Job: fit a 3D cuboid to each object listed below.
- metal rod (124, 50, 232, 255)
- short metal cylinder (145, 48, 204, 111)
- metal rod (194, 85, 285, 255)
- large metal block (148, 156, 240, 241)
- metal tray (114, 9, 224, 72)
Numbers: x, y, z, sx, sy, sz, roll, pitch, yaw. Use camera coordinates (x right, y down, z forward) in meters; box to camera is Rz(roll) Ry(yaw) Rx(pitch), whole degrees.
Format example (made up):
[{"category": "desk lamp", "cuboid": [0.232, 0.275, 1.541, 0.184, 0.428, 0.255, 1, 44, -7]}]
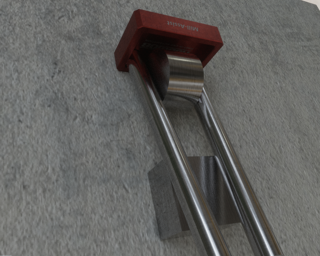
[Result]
[{"category": "metal rod", "cuboid": [0.007, 0.009, 0.346, 0.025, 0.025, 0.300, 2, 46, -28]}, {"category": "short metal cylinder", "cuboid": [0.015, -0.064, 0.419, 0.050, 0.080, 0.080, 2, 61, -28]}, {"category": "metal rod", "cuboid": [0.070, 0.011, 0.378, 0.025, 0.025, 0.300, 8, 43, -24]}, {"category": "large metal block", "cuboid": [0.039, 0.080, 0.361, 0.081, 0.050, 0.080, 2, 61, -28]}, {"category": "metal tray", "cuboid": [0.011, -0.112, 0.439, 0.131, 0.090, 0.030, 2, 61, -28]}]
